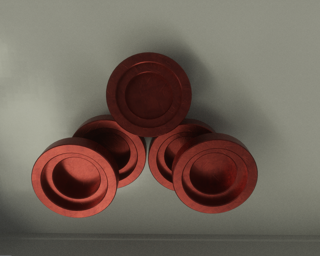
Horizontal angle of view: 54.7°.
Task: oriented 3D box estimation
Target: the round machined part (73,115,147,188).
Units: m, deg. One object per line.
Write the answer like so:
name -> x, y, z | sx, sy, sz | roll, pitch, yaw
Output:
round machined part -> -0.067, 0.028, 0.410 | 0.099, 0.042, 0.097 | 0, 110, 0

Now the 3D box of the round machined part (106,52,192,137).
round machined part -> -0.013, -0.039, 0.376 | 0.099, 0.042, 0.097 | 0, 92, -2

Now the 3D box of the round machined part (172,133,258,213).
round machined part -> 0.063, 0.051, 0.376 | 0.099, 0.042, 0.097 | 0, 110, 0

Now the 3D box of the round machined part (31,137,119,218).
round machined part -> -0.098, 0.056, 0.376 | 0.099, 0.042, 0.097 | 0, 110, 0

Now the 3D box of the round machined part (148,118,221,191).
round machined part -> 0.034, 0.033, 0.413 | 0.099, 0.042, 0.097 | 0, 110, 0
